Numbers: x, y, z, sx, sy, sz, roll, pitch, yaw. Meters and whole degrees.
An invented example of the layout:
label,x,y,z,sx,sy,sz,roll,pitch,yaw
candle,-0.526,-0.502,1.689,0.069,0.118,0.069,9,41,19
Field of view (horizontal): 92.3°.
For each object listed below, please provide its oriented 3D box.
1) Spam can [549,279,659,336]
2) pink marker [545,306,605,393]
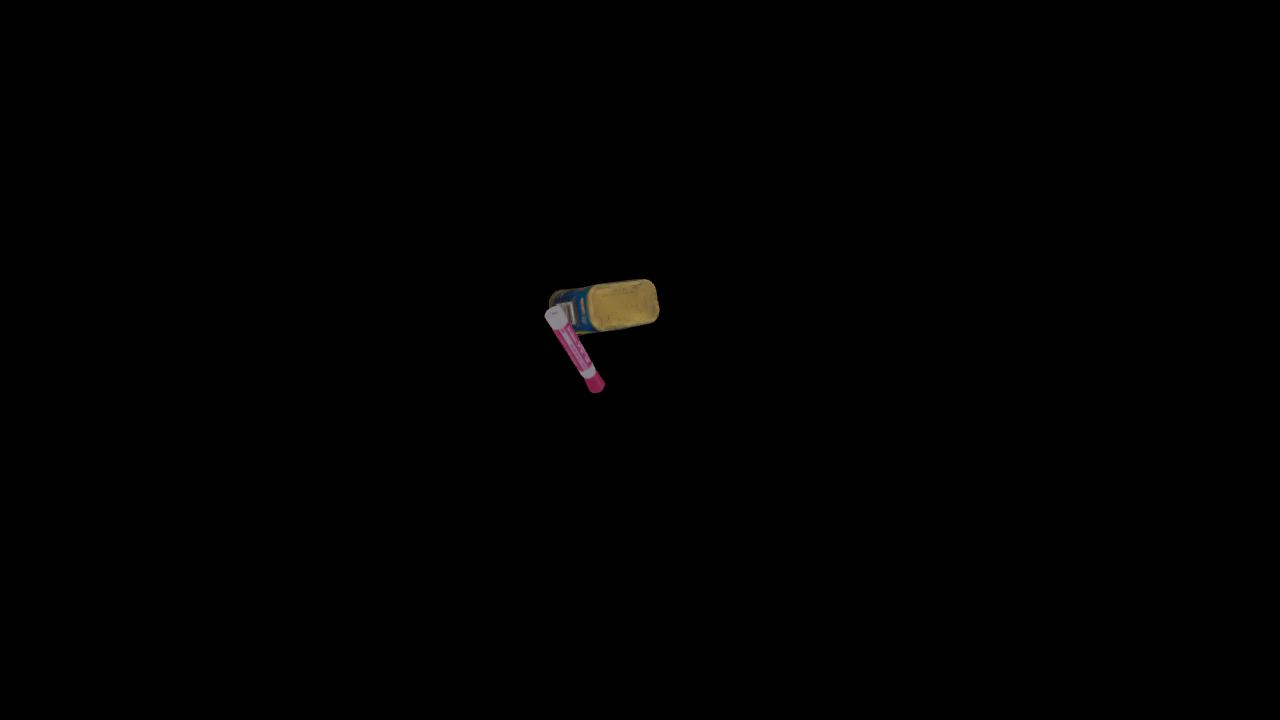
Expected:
label,x,y,z,sx,sy,sz,roll,pitch,yaw
Spam can,-0.041,-0.061,0.719,0.101,0.058,0.085,-13,7,-36
pink marker,-0.064,-0.007,0.633,0.020,0.020,0.121,0,-41,25
